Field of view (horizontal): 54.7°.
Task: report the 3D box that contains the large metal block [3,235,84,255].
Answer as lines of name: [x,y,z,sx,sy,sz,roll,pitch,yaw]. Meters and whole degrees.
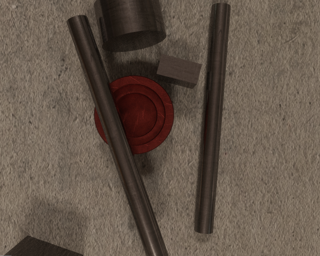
large metal block: [-0.150,0.183,0.381,0.080,0.080,0.050,20,90,-1]

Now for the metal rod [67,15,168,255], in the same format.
metal rod: [-0.050,0.014,0.367,0.025,0.025,0.298,-19,90,0]

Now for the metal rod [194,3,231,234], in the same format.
metal rod: [0.069,-0.012,0.410,0.025,0.025,0.298,4,90,-1]

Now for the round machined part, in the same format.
round machined part: [-0.032,-0.016,0.401,0.099,0.042,0.097,0,90,-1]

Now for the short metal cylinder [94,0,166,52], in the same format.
short metal cylinder: [-0.036,-0.130,0.382,0.080,0.080,0.050,-11,90,0]

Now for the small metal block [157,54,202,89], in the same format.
small metal block: [0.023,-0.071,0.398,0.050,0.050,0.025,14,90,-1]
